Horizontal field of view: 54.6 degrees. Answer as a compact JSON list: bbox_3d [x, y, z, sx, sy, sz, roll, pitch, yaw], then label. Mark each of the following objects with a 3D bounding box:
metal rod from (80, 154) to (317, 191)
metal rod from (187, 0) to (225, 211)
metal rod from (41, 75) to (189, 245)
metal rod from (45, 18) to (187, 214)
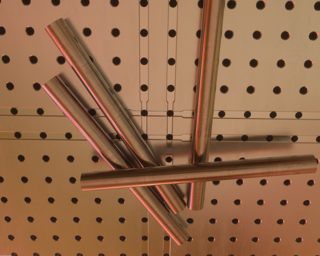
[{"bbox_3d":[0.049,0.059,0.407,0.302,0.025,0.025,-5,110,1],"label":"metal rod"},{"bbox_3d":[0.058,-0.026,0.404,0.025,0.025,0.298,2,110,-1],"label":"metal rod"},{"bbox_3d":[-0.052,0.055,0.433,0.025,0.025,0.300,-34,107,11],"label":"metal rod"},{"bbox_3d":[-0.049,-0.003,0.411,0.025,0.025,0.299,-29,108,10],"label":"metal rod"}]
